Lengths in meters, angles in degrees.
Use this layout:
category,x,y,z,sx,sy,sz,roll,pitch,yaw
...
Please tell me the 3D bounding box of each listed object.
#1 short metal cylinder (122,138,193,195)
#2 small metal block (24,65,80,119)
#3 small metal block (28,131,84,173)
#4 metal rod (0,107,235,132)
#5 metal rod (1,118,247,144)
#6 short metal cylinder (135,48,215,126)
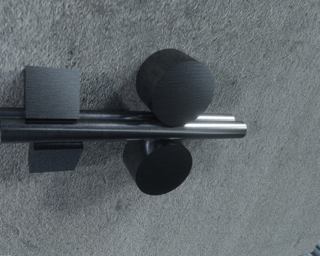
category,x,y,z,sx,sy,sz,roll,pitch,yaw
short metal cylinder,-0.004,0.043,0.417,0.081,0.050,0.079,-14,124,-21
small metal block,-0.110,-0.034,0.315,0.050,0.025,0.050,0,91,-28
small metal block,-0.118,0.026,0.347,0.050,0.025,0.050,0,145,-29
metal rod,-0.030,-0.009,0.386,0.303,0.025,0.025,0,119,-29
metal rod,-0.019,0.002,0.367,0.303,0.025,0.025,0,119,-28
short metal cylinder,0.017,-0.049,0.371,0.081,0.050,0.079,-14,124,-21
